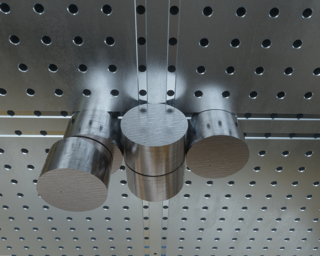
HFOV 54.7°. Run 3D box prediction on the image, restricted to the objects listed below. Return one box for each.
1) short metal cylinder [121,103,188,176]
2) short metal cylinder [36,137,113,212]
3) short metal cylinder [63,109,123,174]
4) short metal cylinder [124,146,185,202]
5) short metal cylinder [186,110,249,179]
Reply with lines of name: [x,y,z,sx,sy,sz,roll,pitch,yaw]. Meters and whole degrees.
short metal cylinder: [-0.007,0.013,0.387,0.081,0.080,0.050,1,131,-1]
short metal cylinder: [-0.101,0.057,0.375,0.081,0.050,0.079,0,130,0]
short metal cylinder: [-0.088,0.021,0.412,0.081,0.050,0.079,0,130,0]
short metal cylinder: [-0.006,0.052,0.419,0.080,0.080,0.050,-1,130,0]
short metal cylinder: [0.073,0.022,0.414,0.081,0.050,0.079,0,130,0]
